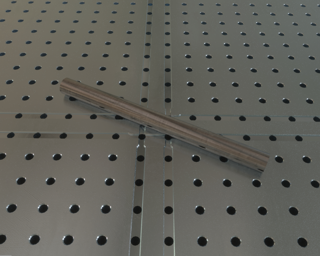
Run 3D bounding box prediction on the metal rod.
[{"bbox_3d":[-0.006,-0.010,0.416,0.301,0.025,0.025,21,53,16],"label":"metal rod"}]
